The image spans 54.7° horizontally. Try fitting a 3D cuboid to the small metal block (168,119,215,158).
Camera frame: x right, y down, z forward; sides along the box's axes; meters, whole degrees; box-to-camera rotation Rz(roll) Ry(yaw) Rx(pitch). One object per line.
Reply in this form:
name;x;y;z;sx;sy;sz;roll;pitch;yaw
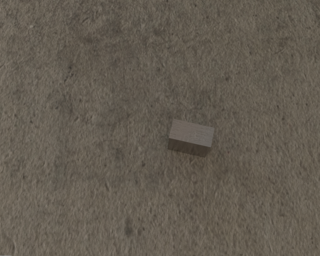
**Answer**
small metal block;0.038;0.014;0.390;0.050;0.050;0.025;13;71;4
